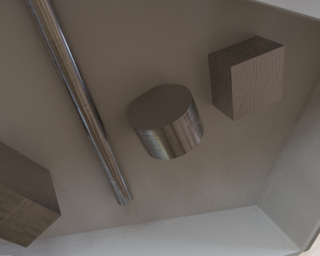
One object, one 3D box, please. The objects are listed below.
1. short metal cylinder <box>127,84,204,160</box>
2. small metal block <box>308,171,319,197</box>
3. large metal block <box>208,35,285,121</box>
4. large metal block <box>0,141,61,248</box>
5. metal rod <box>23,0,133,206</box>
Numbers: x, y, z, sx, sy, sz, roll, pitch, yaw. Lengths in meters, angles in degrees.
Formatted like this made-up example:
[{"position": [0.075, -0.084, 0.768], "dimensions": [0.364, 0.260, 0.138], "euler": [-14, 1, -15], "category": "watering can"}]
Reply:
[{"position": [0.007, -0.008, 0.374], "dimensions": [0.080, 0.080, 0.050], "euler": [-32, 129, -8], "category": "short metal cylinder"}, {"position": [0.367, 0.121, 0.691], "dimensions": [0.050, 0.025, 0.050], "euler": [-11, 123, -23], "category": "small metal block"}, {"position": [0.116, -0.068, 0.416], "dimensions": [0.081, 0.050, 0.080], "euler": [-23, 127, -15], "category": "large metal block"}, {"position": [-0.160, 0.067, 0.328], "dimensions": [0.050, 0.080, 0.080], "euler": [-43, 130, 1], "category": "large metal block"}, {"position": [-0.082, -0.014, 0.356], "dimensions": [0.025, 0.025, 0.298], "euler": [-25, 128, -13], "category": "metal rod"}]
